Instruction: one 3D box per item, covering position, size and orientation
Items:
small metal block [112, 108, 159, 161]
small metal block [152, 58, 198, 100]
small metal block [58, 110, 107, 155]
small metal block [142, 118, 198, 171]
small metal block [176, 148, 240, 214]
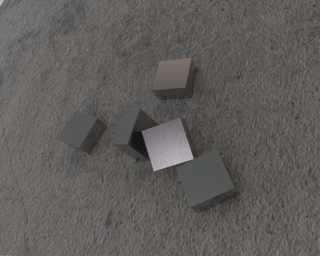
[{"bbox_3d":[-0.028,0.009,0.396,0.025,0.050,0.050,-1,61,35],"label":"small metal block"},{"bbox_3d":[0.021,-0.068,0.435,0.050,0.025,0.050,-1,61,27],"label":"small metal block"},{"bbox_3d":[-0.115,0.006,0.461,0.050,0.025,0.050,17,71,34],"label":"small metal block"},{"bbox_3d":[0.012,0.020,0.372,0.050,0.025,0.050,-19,83,16],"label":"small metal block"},{"bbox_3d":[0.052,0.058,0.341,0.050,0.025,0.050,-27,52,11],"label":"small metal block"}]
